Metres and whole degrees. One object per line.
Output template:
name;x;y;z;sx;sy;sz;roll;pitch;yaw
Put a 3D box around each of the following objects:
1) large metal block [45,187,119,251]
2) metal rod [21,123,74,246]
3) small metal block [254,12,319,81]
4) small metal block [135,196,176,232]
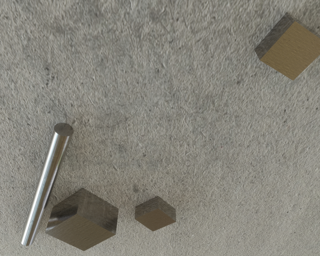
large metal block;-0.129;0.156;0.522;0.080;0.050;0.080;-34;123;25
metal rod;-0.187;0.106;0.494;0.025;0.025;0.298;19;128;-16
small metal block;0.141;-0.087;0.335;0.050;0.025;0.050;24;126;-20
small metal block;-0.008;0.149;0.534;0.050;0.025;0.050;-30;124;23
